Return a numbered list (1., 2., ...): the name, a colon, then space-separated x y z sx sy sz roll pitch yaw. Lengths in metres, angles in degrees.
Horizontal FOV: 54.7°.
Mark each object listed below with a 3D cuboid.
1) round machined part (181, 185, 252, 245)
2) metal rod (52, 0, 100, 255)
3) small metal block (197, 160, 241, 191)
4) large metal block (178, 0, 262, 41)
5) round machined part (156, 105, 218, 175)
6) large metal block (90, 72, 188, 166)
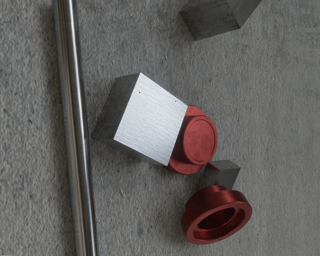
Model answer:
1. round machined part: 0.075 0.118 0.435 0.099 0.042 0.097 -12 133 -13
2. metal rod: -0.088 0.017 0.330 0.025 0.025 0.298 -7 95 -40
3. small metal block: 0.089 0.077 0.467 0.050 0.025 0.050 1 114 -41
4. large metal block: 0.088 -0.176 0.442 0.080 0.080 0.050 -52 121 -27
5. round machined part: 0.042 0.016 0.429 0.099 0.042 0.097 0 90 -40
6. large metal block: -0.022 -0.008 0.370 0.080 0.050 0.080 31 71 -36
